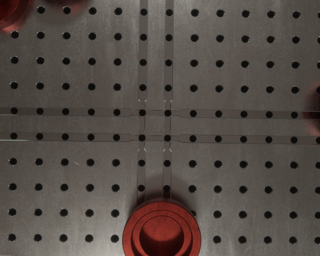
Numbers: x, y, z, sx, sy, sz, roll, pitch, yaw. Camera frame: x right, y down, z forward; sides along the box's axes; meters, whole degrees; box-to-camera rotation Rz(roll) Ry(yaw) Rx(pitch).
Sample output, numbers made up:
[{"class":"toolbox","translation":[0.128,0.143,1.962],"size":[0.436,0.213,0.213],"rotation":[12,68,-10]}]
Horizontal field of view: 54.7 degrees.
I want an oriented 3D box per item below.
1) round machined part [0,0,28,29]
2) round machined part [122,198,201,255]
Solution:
[{"class":"round machined part","translation":[-0.228,-0.183,0.402],"size":[0.099,0.042,0.097],"rotation":[0,90,-1]},{"class":"round machined part","translation":[0.002,0.140,0.405],"size":[0.099,0.042,0.097],"rotation":[0,90,-1]}]
